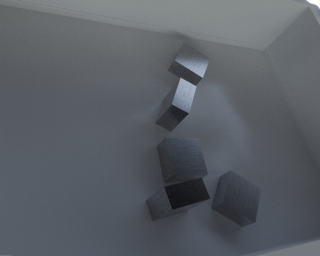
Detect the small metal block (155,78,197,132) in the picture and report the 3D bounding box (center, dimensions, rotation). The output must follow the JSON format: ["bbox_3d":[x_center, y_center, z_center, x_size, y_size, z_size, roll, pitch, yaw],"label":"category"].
[{"bbox_3d":[0.022,-0.031,0.420,0.025,0.050,0.050,27,52,-11],"label":"small metal block"}]

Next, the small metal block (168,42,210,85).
[{"bbox_3d":[0.047,-0.101,0.492,0.050,0.025,0.050,31,52,-9],"label":"small metal block"}]

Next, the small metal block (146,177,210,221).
[{"bbox_3d":[0.019,0.081,0.350,0.050,0.050,0.025,-7,66,-31],"label":"small metal block"}]

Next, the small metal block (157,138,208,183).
[{"bbox_3d":[0.028,0.041,0.396,0.050,0.025,0.050,3,61,-27],"label":"small metal block"}]

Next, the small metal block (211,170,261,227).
[{"bbox_3d":[0.100,0.092,0.403,0.050,0.025,0.050,32,52,-8],"label":"small metal block"}]
